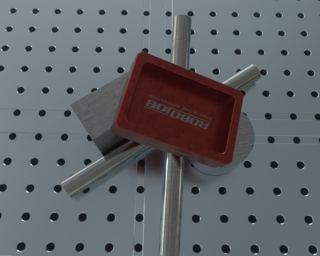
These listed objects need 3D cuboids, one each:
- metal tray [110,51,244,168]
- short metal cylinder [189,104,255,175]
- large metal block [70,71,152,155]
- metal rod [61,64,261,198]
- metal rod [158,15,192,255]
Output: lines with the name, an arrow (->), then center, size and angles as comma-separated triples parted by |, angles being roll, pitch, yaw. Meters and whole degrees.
metal tray -> 0.022, -0.018, 0.341 | 0.131, 0.030, 0.090 | 19, 70, -13
short metal cylinder -> 0.072, 0.016, 0.392 | 0.081, 0.050, 0.080 | 0, 70, 0
large metal block -> -0.054, -0.014, 0.386 | 0.080, 0.080, 0.050 | -32, 74, -11
metal rod -> 0.010, -0.002, 0.413 | 0.301, 0.025, 0.025 | -32, 74, -12
metal rod -> 0.020, 0.000, 0.388 | 0.025, 0.025, 0.299 | 4, 79, 1
